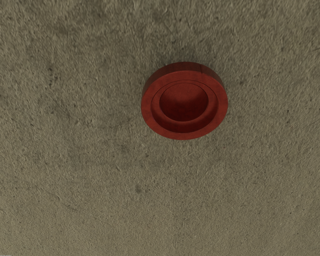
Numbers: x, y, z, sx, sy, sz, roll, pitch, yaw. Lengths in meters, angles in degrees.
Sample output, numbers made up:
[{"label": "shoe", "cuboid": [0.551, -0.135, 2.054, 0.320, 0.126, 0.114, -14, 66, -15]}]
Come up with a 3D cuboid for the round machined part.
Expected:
[{"label": "round machined part", "cuboid": [0.028, -0.035, 0.366, 0.099, 0.042, 0.097, 0, 130, 0]}]
